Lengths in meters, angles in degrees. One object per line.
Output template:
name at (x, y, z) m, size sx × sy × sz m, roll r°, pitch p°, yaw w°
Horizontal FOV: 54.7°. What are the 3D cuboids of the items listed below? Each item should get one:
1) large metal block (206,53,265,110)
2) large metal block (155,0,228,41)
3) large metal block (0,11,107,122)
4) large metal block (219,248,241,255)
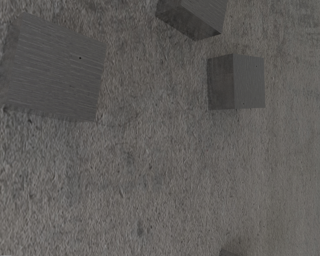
large metal block at (0.121, -0.070, 0.489) m, size 0.081 × 0.050 × 0.079 m, roll -5°, pitch 93°, yaw -40°
large metal block at (0.047, -0.178, 0.427) m, size 0.080 × 0.050 × 0.080 m, roll 19°, pitch 78°, yaw -39°
large metal block at (-0.105, -0.052, 0.300) m, size 0.081 × 0.050 × 0.080 m, roll 13°, pitch 82°, yaw -39°
large metal block at (0.127, 0.251, 0.496) m, size 0.080 × 0.050 × 0.080 m, roll 37°, pitch 68°, yaw -34°
